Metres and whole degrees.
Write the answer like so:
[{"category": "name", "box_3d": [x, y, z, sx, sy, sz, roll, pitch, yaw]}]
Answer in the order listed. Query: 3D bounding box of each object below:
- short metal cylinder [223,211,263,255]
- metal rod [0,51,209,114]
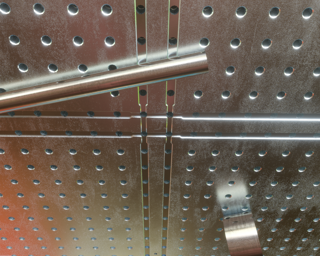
[{"category": "short metal cylinder", "box_3d": [0.144, 0.189, 0.538, 0.050, 0.080, 0.080, -14, 129, 12]}, {"category": "metal rod", "box_3d": [-0.094, -0.049, 0.368, 0.301, 0.025, 0.025, -10, 130, 8]}]
